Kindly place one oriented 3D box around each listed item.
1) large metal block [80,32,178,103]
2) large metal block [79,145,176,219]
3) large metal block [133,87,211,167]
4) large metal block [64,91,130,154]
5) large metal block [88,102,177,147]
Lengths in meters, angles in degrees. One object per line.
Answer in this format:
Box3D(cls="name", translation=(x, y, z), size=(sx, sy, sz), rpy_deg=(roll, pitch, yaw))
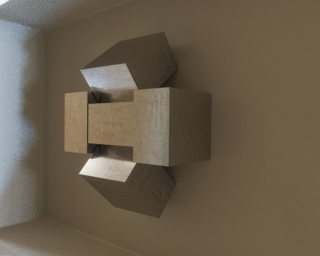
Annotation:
Box3D(cls="large metal block", translation=(-0.037, -0.075, 0.392), size=(0.080, 0.080, 0.050), rpy_deg=(2, 129, 40))
Box3D(cls="large metal block", translation=(-0.040, 0.065, 0.393), size=(0.080, 0.080, 0.050), rpy_deg=(1, 49, 39))
Box3D(cls="large metal block", translation=(0.016, -0.002, 0.357), size=(0.050, 0.081, 0.080), rpy_deg=(1, 91, 40))
Box3D(cls="large metal block", translation=(-0.086, -0.007, 0.441), size=(0.050, 0.081, 0.080), rpy_deg=(1, 91, 40))
Box3D(cls="large metal block", translation=(-0.034, -0.005, 0.398), size=(0.080, 0.081, 0.050), rpy_deg=(1, 91, 40))
